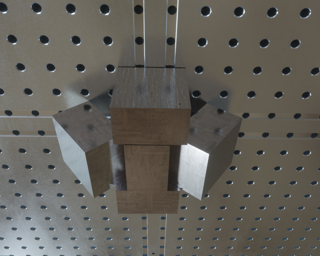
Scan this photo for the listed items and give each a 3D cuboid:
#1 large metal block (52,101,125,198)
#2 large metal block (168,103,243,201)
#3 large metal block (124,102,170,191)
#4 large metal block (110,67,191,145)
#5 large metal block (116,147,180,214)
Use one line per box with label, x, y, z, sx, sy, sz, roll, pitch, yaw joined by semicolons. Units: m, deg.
large metal block;-0.086;0.025;0.388;0.050;0.080;0.079;-28;139;-30
large metal block;0.055;0.028;0.389;0.050;0.080;0.079;27;136;27
large metal block;-0.015;0.023;0.394;0.050;0.080;0.079;1;130;-1
large metal block;-0.010;-0.027;0.351;0.081;0.080;0.050;1;130;-1
large metal block;-0.016;0.072;0.435;0.081;0.080;0.050;1;130;-1
